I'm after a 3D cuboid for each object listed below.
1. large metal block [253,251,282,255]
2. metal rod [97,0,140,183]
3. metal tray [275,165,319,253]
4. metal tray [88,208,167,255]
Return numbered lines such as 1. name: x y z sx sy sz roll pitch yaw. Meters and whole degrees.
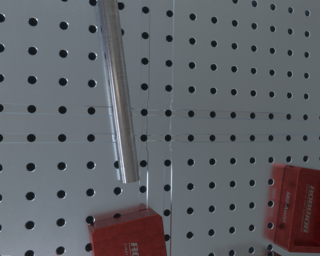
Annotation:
1. large metal block: 0.153 0.238 0.456 0.081 0.050 0.079 -4 92 -20
2. metal rod: -0.056 -0.080 0.391 0.025 0.025 0.298 -8 93 -20
3. metal tray: 0.239 0.130 0.498 0.091 0.030 0.129 10 87 -20
4. metal tray: -0.037 0.179 0.397 0.091 0.030 0.129 -8 93 -20
